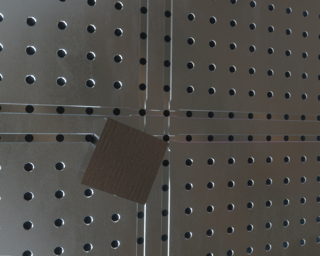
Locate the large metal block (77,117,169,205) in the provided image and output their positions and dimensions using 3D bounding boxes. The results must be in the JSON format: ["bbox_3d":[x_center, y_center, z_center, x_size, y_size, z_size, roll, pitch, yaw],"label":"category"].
[{"bbox_3d":[-0.047,0.040,0.383,0.080,0.050,0.080,24,82,-19],"label":"large metal block"}]
